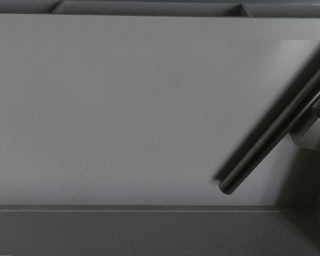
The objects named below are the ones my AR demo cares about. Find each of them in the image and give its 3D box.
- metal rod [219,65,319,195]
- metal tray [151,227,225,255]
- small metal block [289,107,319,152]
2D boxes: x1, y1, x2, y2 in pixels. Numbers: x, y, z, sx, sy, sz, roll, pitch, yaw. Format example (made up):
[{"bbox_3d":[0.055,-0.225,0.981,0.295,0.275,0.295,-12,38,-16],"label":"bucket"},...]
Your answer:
[{"bbox_3d":[0.163,-0.009,0.404,0.025,0.025,0.298,18,128,-15],"label":"metal rod"},{"bbox_3d":[0.058,0.252,0.624,0.130,0.030,0.090,35,122,-27],"label":"metal tray"},{"bbox_3d":[0.213,0.003,0.415,0.050,0.025,0.050,14,129,-12],"label":"small metal block"}]
